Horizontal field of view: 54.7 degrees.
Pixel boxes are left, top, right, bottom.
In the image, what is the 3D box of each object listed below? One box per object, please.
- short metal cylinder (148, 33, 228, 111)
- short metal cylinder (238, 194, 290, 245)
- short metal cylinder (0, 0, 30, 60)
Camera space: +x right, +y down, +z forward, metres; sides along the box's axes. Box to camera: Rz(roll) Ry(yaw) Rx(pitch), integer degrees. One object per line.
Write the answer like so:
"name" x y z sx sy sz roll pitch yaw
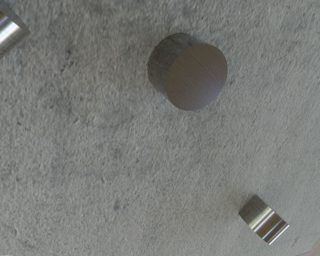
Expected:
"short metal cylinder" 0.032 -0.067 0.368 0.081 0.050 0.079 -14 125 -21
"short metal cylinder" 0.197 0.173 0.589 0.050 0.080 0.080 -47 130 5
"short metal cylinder" -0.149 -0.087 0.236 0.050 0.080 0.080 -42 130 0
